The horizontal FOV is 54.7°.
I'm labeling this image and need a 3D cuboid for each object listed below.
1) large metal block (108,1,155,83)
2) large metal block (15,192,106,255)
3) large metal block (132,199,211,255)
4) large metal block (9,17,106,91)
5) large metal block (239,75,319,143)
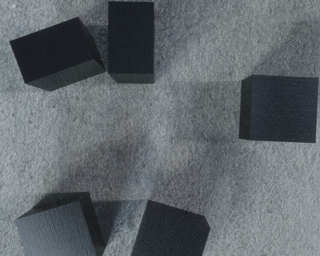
[{"bbox_3d":[-0.032,-0.100,0.382,0.050,0.080,0.079,1,90,0],"label":"large metal block"},{"bbox_3d":[-0.124,0.136,0.396,0.080,0.050,0.080,-17,90,-1],"label":"large metal block"},{"bbox_3d":[0.011,0.147,0.398,0.080,0.050,0.080,17,90,-1],"label":"large metal block"},{"bbox_3d":[-0.120,-0.086,0.381,0.080,0.080,0.050,-20,90,0],"label":"large metal block"},{"bbox_3d":[0.150,-0.023,0.400,0.081,0.050,0.079,3,90,-1],"label":"large metal block"}]
